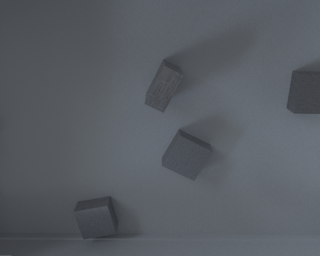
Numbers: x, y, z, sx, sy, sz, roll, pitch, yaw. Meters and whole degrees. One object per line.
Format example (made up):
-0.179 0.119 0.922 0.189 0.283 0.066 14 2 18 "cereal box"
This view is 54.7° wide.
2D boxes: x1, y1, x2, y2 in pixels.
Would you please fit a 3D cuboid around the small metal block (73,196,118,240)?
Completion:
-0.094 0.133 0.459 0.050 0.025 0.050 -11 110 3 "small metal block"

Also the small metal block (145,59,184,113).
0.004 -0.052 0.379 0.025 0.050 0.050 25 108 -9 "small metal block"

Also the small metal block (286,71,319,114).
0.196 -0.046 0.397 0.050 0.025 0.050 1 110 -1 "small metal block"

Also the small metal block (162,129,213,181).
0.037 0.037 0.426 0.050 0.025 0.050 26 108 -10 "small metal block"
